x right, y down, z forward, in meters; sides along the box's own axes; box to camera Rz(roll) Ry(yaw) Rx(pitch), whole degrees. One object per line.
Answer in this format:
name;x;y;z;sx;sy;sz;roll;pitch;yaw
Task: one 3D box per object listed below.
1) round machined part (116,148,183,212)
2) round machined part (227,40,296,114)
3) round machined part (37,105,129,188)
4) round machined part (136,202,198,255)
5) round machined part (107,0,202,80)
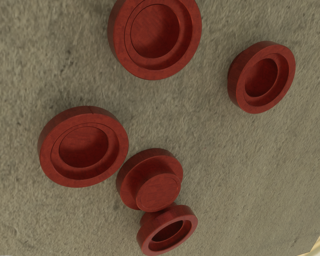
round machined part;-0.009;0.081;0.442;0.099;0.042;0.097;-14;124;-21
round machined part;0.133;-0.072;0.426;0.099;0.042;0.097;-14;125;-21
round machined part;-0.090;0.018;0.359;0.099;0.042;0.097;-14;125;-21
round machined part;0.007;0.154;0.490;0.099;0.042;0.097;-19;136;-19
round machined part;-0.009;-0.104;0.328;0.099;0.042;0.097;-14;125;-21
